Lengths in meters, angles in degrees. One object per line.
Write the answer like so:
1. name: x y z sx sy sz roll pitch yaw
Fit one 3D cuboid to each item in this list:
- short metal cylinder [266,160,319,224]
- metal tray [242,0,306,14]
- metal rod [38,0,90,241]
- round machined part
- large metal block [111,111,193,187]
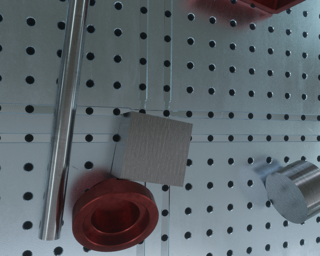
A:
1. short metal cylinder: 0.206 0.094 0.462 0.050 0.080 0.080 -20 97 -19
2. metal tray: 0.144 -0.209 0.432 0.131 0.090 0.030 13 86 -20
3. metal rod: -0.113 -0.020 0.371 0.025 0.025 0.298 7 88 -20
4. round machined part: -0.054 0.099 0.370 0.099 0.042 0.097 -8 124 -12
5. large metal block: -0.011 0.027 0.395 0.081 0.050 0.080 11 84 -20
